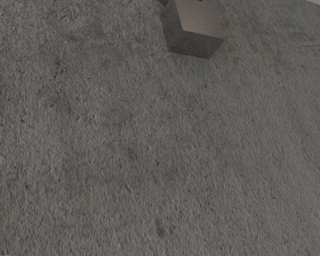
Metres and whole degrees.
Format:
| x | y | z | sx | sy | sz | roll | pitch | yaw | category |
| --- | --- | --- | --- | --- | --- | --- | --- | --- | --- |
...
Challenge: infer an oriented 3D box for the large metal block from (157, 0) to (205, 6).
| x | y | z | sx | sy | sz | roll | pitch | yaw | category |
| --- | --- | --- | --- | --- | --- | --- | --- | --- | --- |
| 0.045 | -0.252 | 0.566 | 0.080 | 0.050 | 0.080 | 33 | 51 | -7 | large metal block |

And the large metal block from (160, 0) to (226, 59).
| x | y | z | sx | sy | sz | roll | pitch | yaw | category |
| --- | --- | --- | --- | --- | --- | --- | --- | --- | --- |
| 0.053 | -0.168 | 0.519 | 0.081 | 0.050 | 0.080 | 3 | 60 | -27 | large metal block |
